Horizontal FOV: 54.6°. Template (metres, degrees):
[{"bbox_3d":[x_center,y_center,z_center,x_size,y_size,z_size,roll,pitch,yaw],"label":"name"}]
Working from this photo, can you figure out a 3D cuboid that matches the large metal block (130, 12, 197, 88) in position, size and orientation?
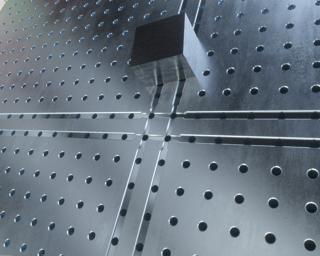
[{"bbox_3d":[0.007,-0.114,0.459,0.080,0.050,0.080,-9,58,23],"label":"large metal block"}]
